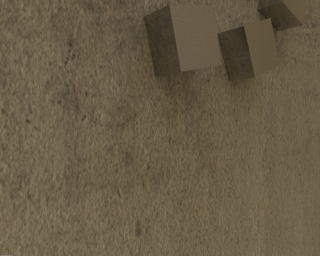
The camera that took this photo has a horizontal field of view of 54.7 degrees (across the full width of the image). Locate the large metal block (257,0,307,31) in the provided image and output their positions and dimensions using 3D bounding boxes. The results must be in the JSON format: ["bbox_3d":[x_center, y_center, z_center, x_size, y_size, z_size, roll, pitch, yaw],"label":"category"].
[{"bbox_3d":[0.235,-0.245,0.589,0.080,0.050,0.080,23,75,-38],"label":"large metal block"}]

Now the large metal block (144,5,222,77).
[{"bbox_3d":[0.032,-0.117,0.417,0.081,0.050,0.079,-18,102,-39],"label":"large metal block"}]

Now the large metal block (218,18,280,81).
[{"bbox_3d":[0.149,-0.131,0.516,0.081,0.050,0.080,-27,108,-37],"label":"large metal block"}]
